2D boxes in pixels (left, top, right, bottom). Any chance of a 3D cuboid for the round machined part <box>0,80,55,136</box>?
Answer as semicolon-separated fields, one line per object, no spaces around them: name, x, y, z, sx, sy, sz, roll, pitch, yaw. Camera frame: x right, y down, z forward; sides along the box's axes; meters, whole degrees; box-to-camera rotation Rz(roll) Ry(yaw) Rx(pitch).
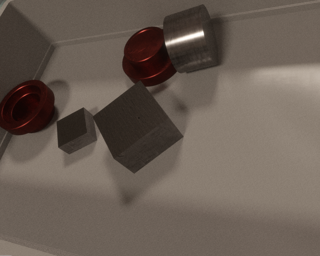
round machined part;-0.219;-0.030;0.523;0.098;0.042;0.098;-11;57;17

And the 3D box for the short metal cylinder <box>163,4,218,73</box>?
short metal cylinder;0.044;-0.119;0.420;0.050;0.080;0.080;-10;57;22

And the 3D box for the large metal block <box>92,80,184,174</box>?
large metal block;-0.030;-0.002;0.405;0.080;0.050;0.080;-37;51;3

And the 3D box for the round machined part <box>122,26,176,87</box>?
round machined part;-0.015;-0.115;0.472;0.098;0.042;0.098;-13;56;20

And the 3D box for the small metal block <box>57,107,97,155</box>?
small metal block;-0.126;0.004;0.467;0.050;0.025;0.050;-26;53;11
